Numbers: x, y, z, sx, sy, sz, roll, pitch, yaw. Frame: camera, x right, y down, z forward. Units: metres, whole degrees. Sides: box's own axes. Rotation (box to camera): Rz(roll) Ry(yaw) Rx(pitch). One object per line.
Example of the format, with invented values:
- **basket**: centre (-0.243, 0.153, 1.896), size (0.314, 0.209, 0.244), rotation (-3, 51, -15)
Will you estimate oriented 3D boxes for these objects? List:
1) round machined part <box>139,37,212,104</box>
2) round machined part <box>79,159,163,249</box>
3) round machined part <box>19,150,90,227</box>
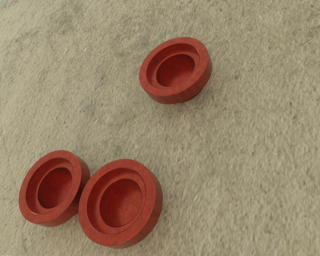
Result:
- **round machined part**: centre (0.024, -0.073, 0.424), size (0.098, 0.042, 0.098), rotation (-13, 56, 20)
- **round machined part**: centre (-0.041, 0.089, 0.359), size (0.098, 0.042, 0.098), rotation (-13, 56, 20)
- **round machined part**: centre (-0.133, 0.082, 0.411), size (0.098, 0.042, 0.098), rotation (-13, 56, 20)
